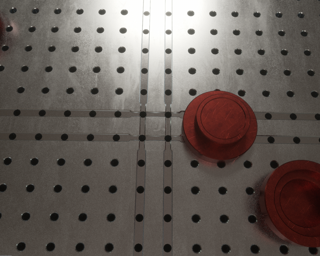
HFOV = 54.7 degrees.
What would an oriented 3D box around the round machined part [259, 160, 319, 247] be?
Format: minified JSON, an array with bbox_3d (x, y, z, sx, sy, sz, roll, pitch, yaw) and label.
[{"bbox_3d":[0.168,0.091,0.372,0.099,0.042,0.098,0,70,-1],"label":"round machined part"}]

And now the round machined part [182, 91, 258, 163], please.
[{"bbox_3d":[0.079,-0.006,0.406,0.099,0.042,0.098,0,70,-1],"label":"round machined part"}]
